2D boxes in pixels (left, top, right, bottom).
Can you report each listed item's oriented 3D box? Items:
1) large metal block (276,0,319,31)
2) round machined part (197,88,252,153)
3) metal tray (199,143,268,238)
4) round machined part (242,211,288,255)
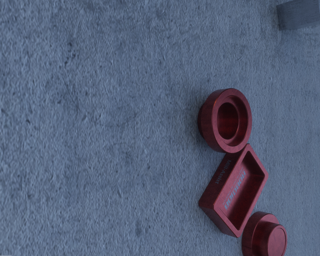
[{"bbox_3d":[0.293,-0.231,0.618,0.081,0.080,0.050,-18,102,-39],"label":"large metal block"},{"bbox_3d":[0.096,-0.011,0.477,0.099,0.042,0.097,0,90,-40],"label":"round machined part"},{"bbox_3d":[0.125,0.099,0.509,0.090,0.030,0.130,52,60,-28],"label":"metal tray"},{"bbox_3d":[0.194,0.205,0.561,0.099,0.042,0.097,0,90,-40],"label":"round machined part"}]
